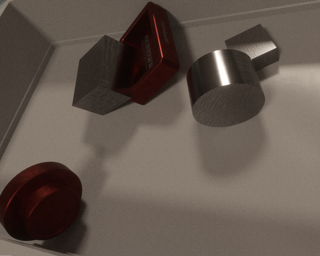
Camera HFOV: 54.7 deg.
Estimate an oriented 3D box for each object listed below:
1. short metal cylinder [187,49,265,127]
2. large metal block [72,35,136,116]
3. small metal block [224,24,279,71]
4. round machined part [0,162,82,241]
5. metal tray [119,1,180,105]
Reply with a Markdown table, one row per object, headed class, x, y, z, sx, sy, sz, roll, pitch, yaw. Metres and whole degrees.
| class | x | y | z | sx | sy | sz | roll | pitch | yaw |
| --- | --- | --- | --- | --- | --- | --- | --- | --- | --- |
| short metal cylinder | 0.074 | -0.044 | 0.358 | 0.080 | 0.080 | 0.050 | -18 | 55 | 18 |
| large metal block | -0.082 | -0.073 | 0.450 | 0.080 | 0.050 | 0.080 | -24 | 57 | 47 |
| small metal block | 0.119 | -0.101 | 0.405 | 0.050 | 0.025 | 0.050 | -24 | 53 | 13 |
| round machined part | -0.135 | 0.093 | 0.371 | 0.042 | 0.098 | 0.098 | 28 | 77 | 37 |
| metal tray | -0.021 | -0.110 | 0.454 | 0.090 | 0.030 | 0.130 | -41 | 45 | 37 |
